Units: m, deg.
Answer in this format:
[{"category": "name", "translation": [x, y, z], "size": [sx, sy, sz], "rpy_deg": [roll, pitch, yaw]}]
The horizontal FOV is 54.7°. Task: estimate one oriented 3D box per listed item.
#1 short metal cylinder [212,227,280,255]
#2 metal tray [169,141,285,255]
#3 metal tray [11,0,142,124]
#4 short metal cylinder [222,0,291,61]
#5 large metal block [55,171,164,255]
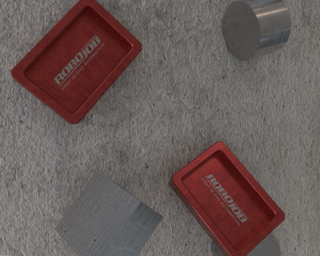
[{"category": "short metal cylinder", "translation": [0.121, 0.176, 0.441], "size": [0.081, 0.050, 0.079], "rpy_deg": [0, 90, -20]}, {"category": "metal tray", "translation": [0.086, 0.094, 0.410], "size": [0.090, 0.030, 0.130], "rpy_deg": [-35, 76, -17]}, {"category": "metal tray", "translation": [-0.096, -0.080, 0.370], "size": [0.090, 0.030, 0.130], "rpy_deg": [42, 77, -16]}, {"category": "short metal cylinder", "translation": [0.131, -0.138, 0.428], "size": [0.050, 0.080, 0.080], "rpy_deg": [-20, 97, -19]}, {"category": "large metal block", "translation": [-0.058, 0.108, 0.351], "size": [0.080, 0.080, 0.050], "rpy_deg": [-55, 138, -12]}]
